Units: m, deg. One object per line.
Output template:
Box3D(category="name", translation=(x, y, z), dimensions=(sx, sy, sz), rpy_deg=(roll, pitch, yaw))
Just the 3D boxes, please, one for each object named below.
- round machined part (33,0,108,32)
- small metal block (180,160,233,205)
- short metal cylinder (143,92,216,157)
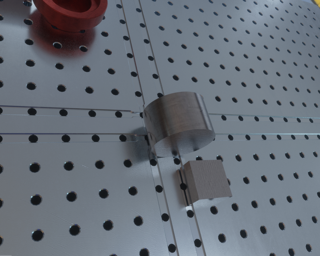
Box3D(category="round machined part", translation=(-0.127, -0.175, 0.435), dimensions=(0.099, 0.042, 0.098), rpy_deg=(14, 56, -21))
Box3D(category="small metal block", translation=(0.059, 0.069, 0.397), dimensions=(0.050, 0.025, 0.050), rpy_deg=(2, 61, -28))
Box3D(category="short metal cylinder", translation=(0.023, -0.002, 0.386), dimensions=(0.081, 0.080, 0.050), rpy_deg=(-1, 62, -29))
